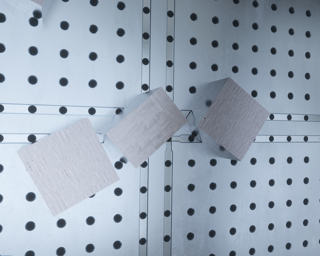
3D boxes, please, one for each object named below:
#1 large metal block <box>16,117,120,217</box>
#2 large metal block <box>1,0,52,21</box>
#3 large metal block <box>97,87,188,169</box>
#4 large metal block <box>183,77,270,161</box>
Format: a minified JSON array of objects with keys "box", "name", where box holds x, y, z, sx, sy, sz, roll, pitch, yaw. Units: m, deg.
[{"box":[-0.105,0.042,0.360,0.080,0.050,0.080,-28,100,-18],"name":"large metal block"},{"box":[-0.153,-0.181,0.343,0.080,0.050,0.080,25,82,-18],"name":"large metal block"},{"box":[-0.026,-0.001,0.374,0.080,0.080,0.050,-42,103,-15],"name":"large metal block"},{"box":[0.091,-0.011,0.433,0.080,0.050,0.080,37,78,-16],"name":"large metal block"}]
